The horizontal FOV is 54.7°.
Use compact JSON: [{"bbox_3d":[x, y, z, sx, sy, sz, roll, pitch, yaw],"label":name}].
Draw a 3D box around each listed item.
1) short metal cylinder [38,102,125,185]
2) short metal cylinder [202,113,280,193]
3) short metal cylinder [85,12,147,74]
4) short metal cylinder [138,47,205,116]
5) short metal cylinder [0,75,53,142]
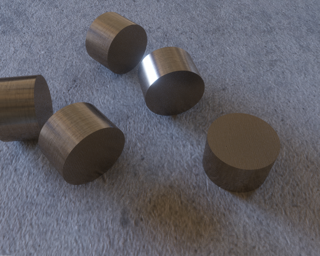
[{"bbox_3d":[-0.087,0.018,0.352,0.080,0.080,0.050,-35,59,-26],"label":"short metal cylinder"},{"bbox_3d":[0.093,0.028,0.364,0.081,0.050,0.080,0,50,0],"label":"short metal cylinder"},{"bbox_3d":[-0.066,-0.130,0.476,0.050,0.080,0.080,36,59,26],"label":"short metal cylinder"},{"bbox_3d":[0.014,-0.062,0.420,0.081,0.080,0.050,-11,51,-9],"label":"short metal cylinder"},{"bbox_3d":[-0.170,-0.024,0.386,0.050,0.080,0.080,-6,50,-5],"label":"short metal cylinder"}]
